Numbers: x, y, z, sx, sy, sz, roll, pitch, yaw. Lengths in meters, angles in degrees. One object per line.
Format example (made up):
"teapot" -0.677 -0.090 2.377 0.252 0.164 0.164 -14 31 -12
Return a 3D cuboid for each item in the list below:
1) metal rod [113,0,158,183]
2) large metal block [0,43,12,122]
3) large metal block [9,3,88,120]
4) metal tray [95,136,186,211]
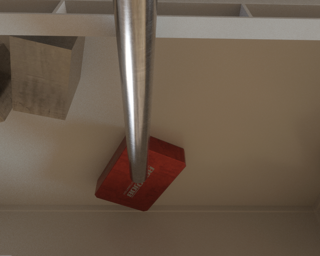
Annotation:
"metal rod" -0.021 -0.007 0.294 0.025 0.025 0.299 2 152 -2
"large metal block" -0.203 -0.041 0.335 0.080 0.080 0.050 -15 129 11
"large metal block" -0.110 -0.068 0.314 0.050 0.080 0.079 11 129 -10
"metal tray" -0.032 0.069 0.464 0.091 0.030 0.129 22 127 -18
